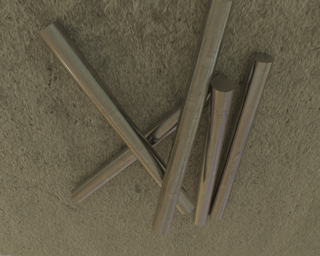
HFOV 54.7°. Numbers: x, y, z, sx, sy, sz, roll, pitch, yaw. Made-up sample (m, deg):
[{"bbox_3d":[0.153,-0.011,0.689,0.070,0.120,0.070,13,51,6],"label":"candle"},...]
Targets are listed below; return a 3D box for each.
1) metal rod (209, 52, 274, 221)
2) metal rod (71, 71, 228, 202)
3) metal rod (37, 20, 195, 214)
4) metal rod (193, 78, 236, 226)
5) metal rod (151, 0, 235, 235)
[{"bbox_3d":[0.105,0.036,0.438,0.025,0.025,0.298,2,130,-2],"label":"metal rod"},{"bbox_3d":[-0.028,0.026,0.428,0.025,0.025,0.299,36,121,-27],"label":"metal rod"},{"bbox_3d":[-0.038,0.006,0.384,0.025,0.025,0.299,-25,118,20],"label":"metal rod"},{"bbox_3d":[0.069,0.058,0.438,0.025,0.025,0.298,0,136,0],"label":"metal rod"},{"bbox_3d":[0.030,0.006,0.364,0.025,0.025,0.298,9,115,-8],"label":"metal rod"}]
